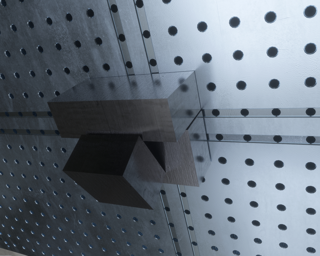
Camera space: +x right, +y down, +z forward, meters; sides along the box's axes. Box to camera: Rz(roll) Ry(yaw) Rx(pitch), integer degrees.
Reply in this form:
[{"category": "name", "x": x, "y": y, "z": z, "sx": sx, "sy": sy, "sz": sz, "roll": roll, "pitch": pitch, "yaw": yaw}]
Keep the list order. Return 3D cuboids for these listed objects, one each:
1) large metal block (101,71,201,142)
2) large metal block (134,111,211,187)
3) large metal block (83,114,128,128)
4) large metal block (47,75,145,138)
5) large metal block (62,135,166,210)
[{"category": "large metal block", "x": -0.007, "y": -0.027, "z": 0.360, "sx": 0.080, "sy": 0.080, "sz": 0.050, "roll": 1, "pitch": 119, "yaw": 27}, {"category": "large metal block", "x": 0.014, "y": 0.025, "z": 0.398, "sx": 0.080, "sy": 0.050, "sz": 0.079, "roll": 1, "pitch": 119, "yaw": 27}, {"category": "large metal block", "x": -0.058, "y": 0.023, "z": 0.435, "sx": 0.080, "sy": 0.050, "sz": 0.079, "roll": 1, "pitch": 119, "yaw": 27}, {"category": "large metal block", "x": -0.079, "y": -0.028, "z": 0.397, "sx": 0.080, "sy": 0.080, "sz": 0.050, "roll": 1, "pitch": 119, "yaw": 27}, {"category": "large metal block", "x": -0.050, "y": 0.052, "z": 0.366, "sx": 0.080, "sy": 0.050, "sz": 0.080, "roll": 0, "pitch": 142, "yaw": 28}]
